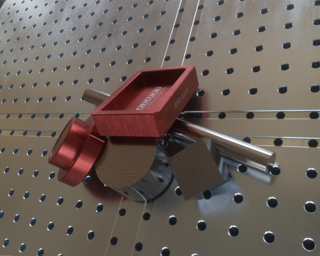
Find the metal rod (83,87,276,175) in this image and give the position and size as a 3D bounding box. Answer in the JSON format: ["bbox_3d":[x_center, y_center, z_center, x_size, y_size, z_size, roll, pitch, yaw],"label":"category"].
[{"bbox_3d":[0.001,-0.008,0.408,0.300,0.025,0.025,22,73,36],"label":"metal rod"}]

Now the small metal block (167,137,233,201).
[{"bbox_3d":[0.043,0.045,0.339,0.050,0.025,0.050,-36,66,25],"label":"small metal block"}]

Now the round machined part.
[{"bbox_3d":[-0.111,0.024,0.406,0.098,0.042,0.098,-47,25,30],"label":"round machined part"}]

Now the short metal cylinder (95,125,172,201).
[{"bbox_3d":[-0.030,0.043,0.377,0.080,0.050,0.080,-13,56,21],"label":"short metal cylinder"}]

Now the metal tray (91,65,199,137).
[{"bbox_3d":[-0.014,-0.038,0.393,0.090,0.030,0.131,0,33,27],"label":"metal tray"}]
